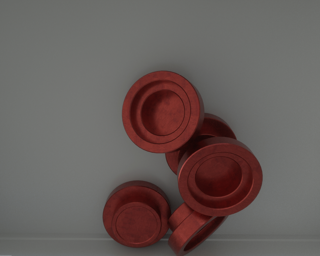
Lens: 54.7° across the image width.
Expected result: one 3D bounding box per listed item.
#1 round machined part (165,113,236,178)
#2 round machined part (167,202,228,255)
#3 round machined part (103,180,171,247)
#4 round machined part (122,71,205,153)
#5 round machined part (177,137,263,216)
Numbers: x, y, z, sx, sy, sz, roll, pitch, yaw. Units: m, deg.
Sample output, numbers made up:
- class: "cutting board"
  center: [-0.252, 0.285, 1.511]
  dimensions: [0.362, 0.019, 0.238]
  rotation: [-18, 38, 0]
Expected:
- class: "round machined part"
  center: [0.056, 0.032, 0.415]
  dimensions: [0.099, 0.042, 0.097]
  rotation: [0, 110, -1]
- class: "round machined part"
  center: [0.049, 0.129, 0.432]
  dimensions: [0.042, 0.098, 0.098]
  rotation: [47, 108, 29]
- class: "round machined part"
  center: [-0.032, 0.128, 0.442]
  dimensions: [0.099, 0.042, 0.097]
  rotation: [0, 102, -2]
- class: "round machined part"
  center: [0.007, -0.018, 0.380]
  dimensions: [0.098, 0.042, 0.097]
  rotation: [-2, 84, 21]
- class: "round machined part"
  center: [0.070, 0.055, 0.379]
  dimensions: [0.099, 0.042, 0.097]
  rotation: [0, 110, -1]
